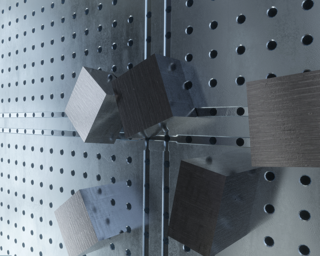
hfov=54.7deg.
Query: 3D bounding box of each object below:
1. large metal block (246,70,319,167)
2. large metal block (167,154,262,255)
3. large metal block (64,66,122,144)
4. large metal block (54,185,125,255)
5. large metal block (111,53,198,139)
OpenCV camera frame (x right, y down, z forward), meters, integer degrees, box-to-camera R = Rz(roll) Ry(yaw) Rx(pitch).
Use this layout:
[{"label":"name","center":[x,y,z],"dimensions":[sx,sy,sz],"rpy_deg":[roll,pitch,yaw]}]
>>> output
[{"label":"large metal block","center":[0.130,-0.006,0.285],"dimensions":[0.080,0.050,0.080],"rpy_deg":[-5,87,39]},{"label":"large metal block","center":[0.058,0.075,0.324],"dimensions":[0.050,0.081,0.079],"rpy_deg":[16,100,38]},{"label":"large metal block","center":[-0.091,-0.033,0.459],"dimensions":[0.080,0.050,0.080],"rpy_deg":[47,118,38]},{"label":"large metal block","center":[-0.112,0.146,0.483],"dimensions":[0.080,0.050,0.080],"rpy_deg":[-41,66,32]},{"label":"large metal block","center":[-0.009,-0.037,0.399],"dimensions":[0.080,0.050,0.080],"rpy_deg":[-25,75,37]}]
